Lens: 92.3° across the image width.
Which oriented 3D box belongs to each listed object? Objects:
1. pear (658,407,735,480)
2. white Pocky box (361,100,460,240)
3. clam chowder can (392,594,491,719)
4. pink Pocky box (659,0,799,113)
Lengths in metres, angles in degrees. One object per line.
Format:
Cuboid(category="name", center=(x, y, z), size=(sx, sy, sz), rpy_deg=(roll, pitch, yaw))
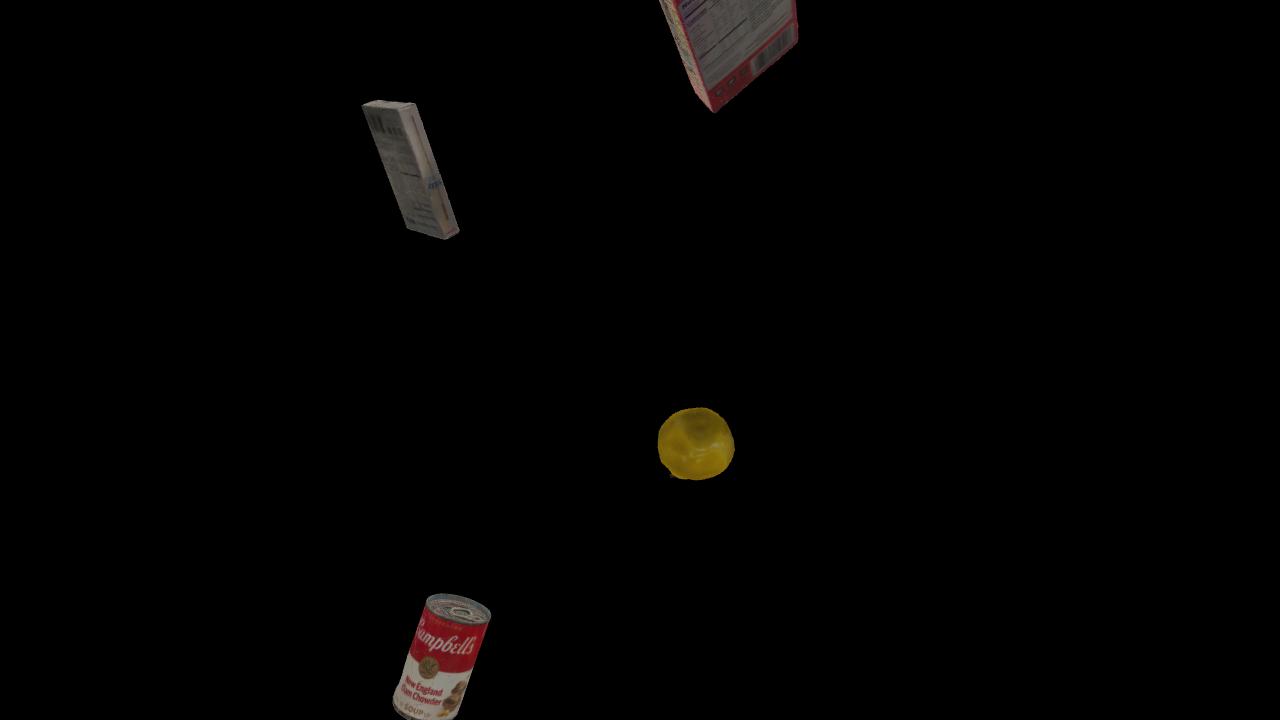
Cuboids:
Cuboid(category="pear", center=(0.057, 0.102, 0.653), size=(0.080, 0.080, 0.111), rpy_deg=(0, -38, -2))
Cuboid(category="white Pocky box", center=(-0.269, -0.222, 0.724), size=(0.084, 0.154, 0.028), rpy_deg=(21, 46, 34))
Cuboid(category="clam chowder can", center=(-0.199, 0.298, 0.618), size=(0.068, 0.102, 0.068), rpy_deg=(18, -5, 2))
Cuboid(category="pink Pocky box", center=(0.061, -0.236, 0.407), size=(0.084, 0.029, 0.155), rpy_deg=(-39, -15, 10))
